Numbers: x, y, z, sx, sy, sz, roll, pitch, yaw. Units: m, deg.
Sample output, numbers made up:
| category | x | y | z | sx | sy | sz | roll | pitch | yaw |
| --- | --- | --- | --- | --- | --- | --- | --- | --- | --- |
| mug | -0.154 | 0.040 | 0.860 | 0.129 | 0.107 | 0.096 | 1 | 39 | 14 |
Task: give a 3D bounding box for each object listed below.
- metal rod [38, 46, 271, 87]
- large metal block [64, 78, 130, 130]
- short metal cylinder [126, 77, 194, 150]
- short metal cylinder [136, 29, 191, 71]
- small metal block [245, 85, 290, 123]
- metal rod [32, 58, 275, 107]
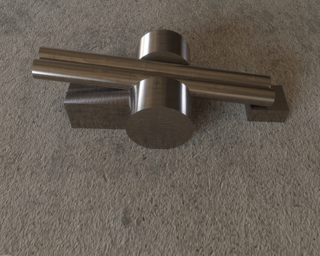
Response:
| category | x | y | z | sx | sy | sz | roll | pitch | yaw |
| --- | --- | --- | --- | --- | --- | --- | --- | --- | --- |
| metal rod | -0.003 | -0.076 | 0.410 | 0.302 | 0.025 | 0.025 | 6 | 50 | -5 |
| large metal block | -0.077 | -0.044 | 0.426 | 0.080 | 0.050 | 0.080 | 2 | 50 | 1 |
| short metal cylinder | 0.000 | -0.017 | 0.383 | 0.080 | 0.080 | 0.050 | 1 | 50 | 1 |
| short metal cylinder | 0.004 | -0.093 | 0.448 | 0.080 | 0.080 | 0.050 | 1 | 50 | 1 |
| small metal block | 0.147 | -0.035 | 0.435 | 0.050 | 0.025 | 0.050 | 2 | 50 | 2 |
| metal rod | -0.004 | -0.057 | 0.394 | 0.302 | 0.025 | 0.025 | 6 | 50 | -5 |
